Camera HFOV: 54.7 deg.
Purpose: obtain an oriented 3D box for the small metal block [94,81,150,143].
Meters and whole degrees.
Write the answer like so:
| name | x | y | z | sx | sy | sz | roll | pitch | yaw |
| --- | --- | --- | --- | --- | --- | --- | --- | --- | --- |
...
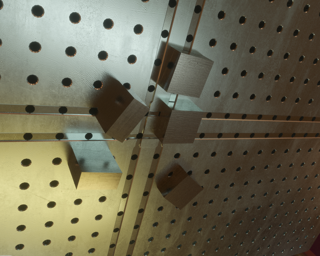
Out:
| name | x | y | z | sx | sy | sz | roll | pitch | yaw |
| --- | --- | --- | --- | --- | --- | --- | --- | --- | --- |
| small metal block | -0.046 | -0.019 | 0.359 | 0.025 | 0.050 | 0.050 | 34 | 99 | -39 |

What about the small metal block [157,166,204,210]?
| name | x | y | z | sx | sy | sz | roll | pitch | yaw |
| --- | --- | --- | --- | --- | --- | --- | --- | --- | --- |
| small metal block | 0.033 | 0.095 | 0.490 | 0.050 | 0.025 | 0.050 | -43 | 130 | 1 |

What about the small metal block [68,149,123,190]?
| name | x | y | z | sx | sy | sz | roll | pitch | yaw |
| --- | --- | --- | --- | --- | --- | --- | --- | --- | --- |
| small metal block | -0.081 | 0.051 | 0.383 | 0.050 | 0.050 | 0.025 | 6 | 115 | -32 |

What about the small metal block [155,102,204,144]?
| name | x | y | z | sx | sy | sz | roll | pitch | yaw |
| --- | --- | --- | --- | --- | --- | --- | --- | --- | --- |
| small metal block | 0.026 | -0.007 | 0.423 | 0.050 | 0.025 | 0.050 | 1 | 118 | -30 |

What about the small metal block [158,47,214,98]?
| name | x | y | z | sx | sy | sz | roll | pitch | yaw |
| --- | --- | --- | --- | --- | --- | --- | --- | --- | --- |
| small metal block | 0.032 | -0.069 | 0.388 | 0.050 | 0.025 | 0.050 | 6 | 115 | -32 |
